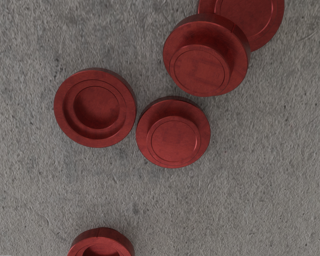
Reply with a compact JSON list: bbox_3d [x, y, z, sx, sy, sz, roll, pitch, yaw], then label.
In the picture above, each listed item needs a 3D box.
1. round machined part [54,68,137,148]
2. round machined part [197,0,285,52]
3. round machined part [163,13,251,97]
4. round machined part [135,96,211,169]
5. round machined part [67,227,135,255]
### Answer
[{"bbox_3d":[-0.078,-0.027,0.390,0.099,0.042,0.097,0,110,0],"label":"round machined part"},{"bbox_3d":[0.093,-0.133,0.352,0.099,0.042,0.097,0,110,0],"label":"round machined part"},{"bbox_3d":[0.049,-0.074,0.350,0.098,0.042,0.097,14,138,13],"label":"round machined part"},{"bbox_3d":[0.017,0.010,0.404,0.099,0.042,0.097,0,110,0],"label":"round machined part"},{"bbox_3d":[-0.087,0.191,0.470,0.099,0.042,0.097,0,110,0],"label":"round machined part"}]
